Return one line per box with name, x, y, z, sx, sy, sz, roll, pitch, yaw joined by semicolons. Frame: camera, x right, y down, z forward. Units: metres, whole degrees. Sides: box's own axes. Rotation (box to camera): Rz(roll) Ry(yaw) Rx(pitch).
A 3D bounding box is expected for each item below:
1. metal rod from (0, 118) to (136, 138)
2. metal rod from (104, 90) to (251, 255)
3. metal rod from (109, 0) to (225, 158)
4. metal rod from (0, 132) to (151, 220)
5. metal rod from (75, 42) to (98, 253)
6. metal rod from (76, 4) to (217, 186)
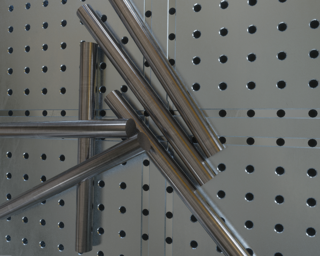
metal rod;-0.170;0.002;0.453;0.300;0.025;0.025;-1;90;27
metal rod;0.024;0.068;0.404;0.025;0.025;0.300;-43;77;15
metal rod;-0.006;-0.094;0.415;0.025;0.025;0.299;-34;79;17
metal rod;-0.138;0.077;0.438;0.300;0.025;0.025;-27;81;27
metal rod;-0.107;0.028;0.450;0.025;0.025;0.298;2;91;20
metal rod;-0.025;-0.052;0.421;0.025;0.025;0.299;-39;78;16
